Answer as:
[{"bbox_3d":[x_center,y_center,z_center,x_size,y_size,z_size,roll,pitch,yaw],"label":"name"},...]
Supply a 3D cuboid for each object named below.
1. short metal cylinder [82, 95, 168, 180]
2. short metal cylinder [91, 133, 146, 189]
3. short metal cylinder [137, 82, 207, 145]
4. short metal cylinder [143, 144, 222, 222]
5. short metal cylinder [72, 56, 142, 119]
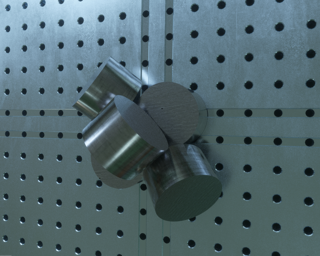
[{"bbox_3d":[-0.037,0.010,0.341,0.050,0.080,0.080,-43,77,15],"label":"short metal cylinder"},{"bbox_3d":[-0.044,0.036,0.413,0.080,0.050,0.079,0,90,19],"label":"short metal cylinder"},{"bbox_3d":[0.015,-0.016,0.392,0.080,0.050,0.079,0,90,19],"label":"short metal cylinder"},{"bbox_3d":[0.025,0.065,0.366,0.080,0.080,0.050,-42,42,15],"label":"short metal cylinder"},{"bbox_3d":[-0.068,-0.045,0.399,0.050,0.080,0.080,37,104,-19],"label":"short metal cylinder"}]
